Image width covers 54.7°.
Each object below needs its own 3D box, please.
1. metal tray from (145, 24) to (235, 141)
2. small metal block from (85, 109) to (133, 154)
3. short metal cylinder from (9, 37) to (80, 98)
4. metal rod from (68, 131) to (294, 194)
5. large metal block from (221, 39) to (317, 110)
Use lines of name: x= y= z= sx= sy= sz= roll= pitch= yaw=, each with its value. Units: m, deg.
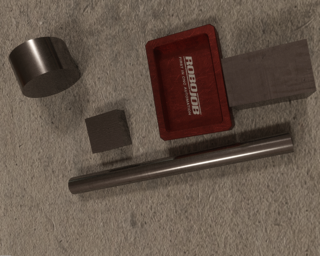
metal tray: x=0.037 y=-0.054 z=0.392 sx=0.090 sy=0.030 sz=0.129 roll=-10 pitch=87 yaw=19
small metal block: x=-0.072 y=0.005 z=0.433 sx=0.050 sy=0.025 sz=0.050 roll=-16 pitch=85 yaw=19
short metal cylinder: x=-0.161 y=-0.083 z=0.435 sx=0.080 sy=0.080 sz=0.050 roll=-28 pitch=81 yaw=17
metal rod: x=0.013 y=0.050 z=0.403 sx=0.301 sy=0.025 sz=0.025 roll=-14 pitch=86 yaw=19
large metal block: x=0.117 y=-0.053 z=0.338 sx=0.080 sy=0.080 sz=0.050 roll=-10 pitch=87 yaw=19
